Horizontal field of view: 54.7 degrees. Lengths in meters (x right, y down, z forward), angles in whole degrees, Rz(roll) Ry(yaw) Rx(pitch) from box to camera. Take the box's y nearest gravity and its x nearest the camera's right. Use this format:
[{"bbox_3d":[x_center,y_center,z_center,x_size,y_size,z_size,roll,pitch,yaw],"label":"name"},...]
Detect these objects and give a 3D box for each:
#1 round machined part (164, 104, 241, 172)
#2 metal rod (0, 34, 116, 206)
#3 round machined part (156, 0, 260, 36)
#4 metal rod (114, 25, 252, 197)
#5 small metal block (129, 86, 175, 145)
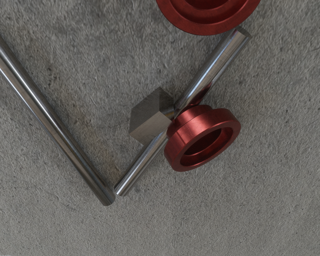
[{"bbox_3d":[0.047,0.009,0.385,0.099,0.042,0.098,-25,151,-15],"label":"round machined part"},{"bbox_3d":[-0.133,0.010,0.413,0.025,0.025,0.299,-15,129,12],"label":"metal rod"},{"bbox_3d":[0.043,-0.138,0.279,0.099,0.042,0.097,0,130,0],"label":"round machined part"},{"bbox_3d":[0.012,-0.002,0.405,0.025,0.025,0.298,23,126,-19],"label":"metal rod"},{"bbox_3d":[-0.010,-0.015,0.378,0.050,0.050,0.025,-36,122,26],"label":"small metal block"}]
